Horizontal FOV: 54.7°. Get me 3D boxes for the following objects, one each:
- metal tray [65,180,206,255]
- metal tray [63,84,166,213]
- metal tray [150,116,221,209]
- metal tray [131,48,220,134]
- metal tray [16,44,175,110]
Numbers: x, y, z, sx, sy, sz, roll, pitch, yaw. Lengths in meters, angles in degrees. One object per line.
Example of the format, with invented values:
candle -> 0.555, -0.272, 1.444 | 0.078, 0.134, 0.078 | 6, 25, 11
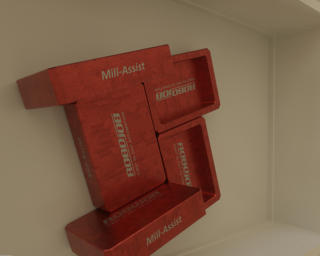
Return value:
metal tray -> -0.025, 0.101, 0.342 | 0.131, 0.090, 0.030 | -22, 105, -38
metal tray -> -0.048, 0.019, 0.361 | 0.091, 0.030, 0.129 | -22, 104, -38
metal tray -> 0.035, 0.057, 0.433 | 0.091, 0.030, 0.129 | -22, 104, -38
metal tray -> 0.024, -0.054, 0.423 | 0.131, 0.030, 0.089 | -22, 104, -38
metal tray -> -0.061, -0.052, 0.310 | 0.131, 0.090, 0.030 | -23, 105, -38
